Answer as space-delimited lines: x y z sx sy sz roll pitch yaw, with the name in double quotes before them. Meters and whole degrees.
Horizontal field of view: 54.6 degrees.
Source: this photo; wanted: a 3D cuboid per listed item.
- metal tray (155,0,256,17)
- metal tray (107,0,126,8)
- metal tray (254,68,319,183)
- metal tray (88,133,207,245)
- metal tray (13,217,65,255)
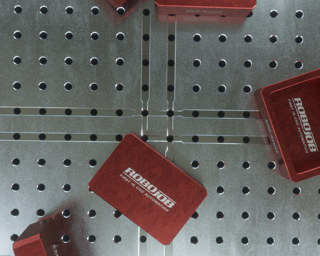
"metal tray" 0.060 -0.199 0.411 0.131 0.030 0.090 2 90 0
"metal tray" -0.044 -0.232 0.390 0.130 0.030 0.090 -44 79 11
"metal tray" 0.191 -0.004 0.411 0.090 0.030 0.129 -19 90 0
"metal tray" -0.015 0.078 0.411 0.130 0.030 0.090 37 90 0
"metal tray" -0.134 0.184 0.378 0.030 0.090 0.129 -18 90 -11
